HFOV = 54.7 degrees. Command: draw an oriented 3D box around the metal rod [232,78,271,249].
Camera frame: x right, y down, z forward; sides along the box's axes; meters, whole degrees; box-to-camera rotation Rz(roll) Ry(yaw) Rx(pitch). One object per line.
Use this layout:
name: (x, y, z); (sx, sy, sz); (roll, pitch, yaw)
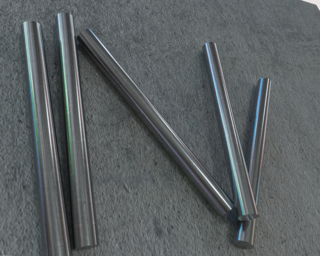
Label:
metal rod: (0.144, 0.030, 0.464); (0.025, 0.025, 0.300); (29, 52, -10)

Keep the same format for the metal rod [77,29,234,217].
metal rod: (-0.010, -0.012, 0.407); (0.025, 0.025, 0.300); (-33, 81, -38)

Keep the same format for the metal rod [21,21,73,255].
metal rod: (-0.125, 0.005, 0.333); (0.025, 0.025, 0.299); (-2, 63, -30)

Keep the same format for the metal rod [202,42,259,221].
metal rod: (0.096, -0.017, 0.453); (0.025, 0.025, 0.299); (12, 52, -22)

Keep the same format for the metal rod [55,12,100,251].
metal rod: (-0.101, -0.017, 0.360); (0.025, 0.025, 0.299); (2, 61, -28)
